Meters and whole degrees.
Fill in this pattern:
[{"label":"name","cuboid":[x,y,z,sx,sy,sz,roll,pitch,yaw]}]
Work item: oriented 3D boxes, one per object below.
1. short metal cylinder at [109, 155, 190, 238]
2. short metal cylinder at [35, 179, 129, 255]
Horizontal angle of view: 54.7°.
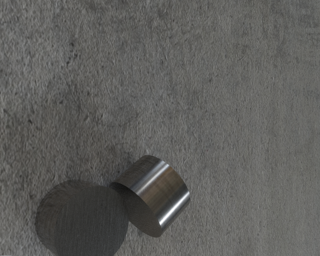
[{"label":"short metal cylinder","cuboid":[-0.012,0.078,0.359,0.050,0.080,0.080,-40,115,-33]},{"label":"short metal cylinder","cuboid":[-0.080,0.097,0.321,0.081,0.050,0.080,0,90,-40]}]
